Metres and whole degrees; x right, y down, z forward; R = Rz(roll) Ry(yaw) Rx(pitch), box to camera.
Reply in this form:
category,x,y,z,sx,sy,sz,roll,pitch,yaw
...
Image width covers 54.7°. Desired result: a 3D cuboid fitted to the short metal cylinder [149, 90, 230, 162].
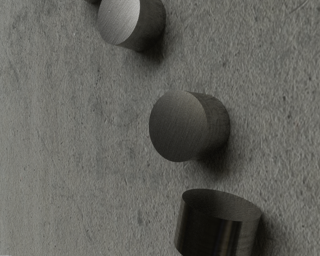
category,x,y,z,sx,sy,sz,roll,pitch,yaw
short metal cylinder,0.034,-0.002,0.361,0.080,0.050,0.080,0,90,40

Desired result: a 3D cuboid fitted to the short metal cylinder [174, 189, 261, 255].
category,x,y,z,sx,sy,sz,roll,pitch,yaw
short metal cylinder,0.058,0.101,0.321,0.080,0.081,0.050,16,100,39

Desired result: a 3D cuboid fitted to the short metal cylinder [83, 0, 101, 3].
category,x,y,z,sx,sy,sz,roll,pitch,yaw
short metal cylinder,-0.119,-0.244,0.487,0.080,0.050,0.080,0,90,40

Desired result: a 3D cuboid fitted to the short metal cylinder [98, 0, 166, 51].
category,x,y,z,sx,sy,sz,roll,pitch,yaw
short metal cylinder,-0.039,-0.148,0.421,0.080,0.050,0.080,0,90,40
